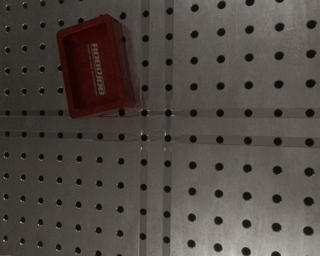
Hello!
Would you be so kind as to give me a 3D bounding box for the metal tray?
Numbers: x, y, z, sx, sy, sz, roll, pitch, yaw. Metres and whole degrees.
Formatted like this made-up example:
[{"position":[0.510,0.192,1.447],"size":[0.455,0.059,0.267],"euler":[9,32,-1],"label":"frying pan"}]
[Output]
[{"position":[-0.092,-0.084,0.441],"size":[0.090,0.030,0.129],"euler":[-12,86,19],"label":"metal tray"}]
